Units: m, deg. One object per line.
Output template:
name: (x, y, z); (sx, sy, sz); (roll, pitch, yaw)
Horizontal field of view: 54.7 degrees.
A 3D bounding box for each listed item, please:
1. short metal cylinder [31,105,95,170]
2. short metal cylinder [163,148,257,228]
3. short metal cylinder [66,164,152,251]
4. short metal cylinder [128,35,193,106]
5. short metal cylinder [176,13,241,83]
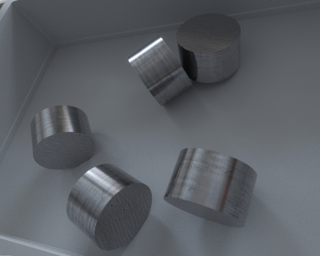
short metal cylinder: (-0.136, 0.014, 0.433); (0.080, 0.080, 0.050); (-31, 52, 9)
short metal cylinder: (0.050, 0.060, 0.308); (0.080, 0.080, 0.050); (8, 66, 32)
short metal cylinder: (-0.055, 0.087, 0.346); (0.050, 0.080, 0.080); (25, 75, 37)
short metal cylinder: (0.001, -0.076, 0.417); (0.050, 0.080, 0.080); (-34, 51, 6)
short metal cylinder: (0.065, -0.106, 0.408); (0.080, 0.050, 0.080); (-6, 52, 8)
